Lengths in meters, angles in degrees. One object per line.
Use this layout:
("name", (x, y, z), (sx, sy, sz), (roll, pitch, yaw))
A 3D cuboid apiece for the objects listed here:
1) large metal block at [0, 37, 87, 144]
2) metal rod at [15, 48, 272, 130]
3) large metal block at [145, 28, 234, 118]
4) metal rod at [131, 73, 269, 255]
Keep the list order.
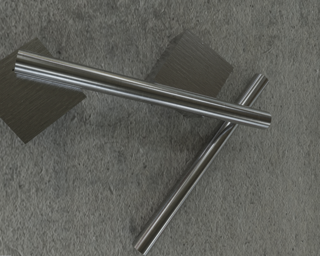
("large metal block", (-0.142, -0.039, 0.343), (0.080, 0.050, 0.080), (-41, 104, -16))
("metal rod", (-0.001, -0.038, 0.356), (0.302, 0.025, 0.025), (11, 86, -20))
("large metal block", (0.036, -0.069, 0.410), (0.080, 0.050, 0.080), (36, 78, -17))
("metal rod", (0.063, 0.042, 0.433), (0.025, 0.025, 0.300), (42, 77, -16))
